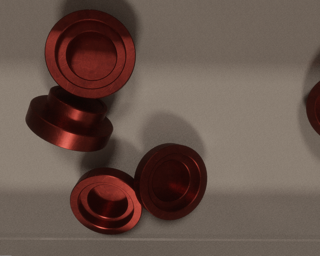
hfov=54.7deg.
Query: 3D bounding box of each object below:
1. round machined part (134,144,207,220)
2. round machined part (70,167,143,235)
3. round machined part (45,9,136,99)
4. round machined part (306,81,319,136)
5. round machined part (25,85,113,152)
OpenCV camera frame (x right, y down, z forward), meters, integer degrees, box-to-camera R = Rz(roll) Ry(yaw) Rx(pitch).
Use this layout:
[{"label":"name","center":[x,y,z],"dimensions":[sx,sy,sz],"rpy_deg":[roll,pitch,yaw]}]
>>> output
[{"label":"round machined part","center":[0.011,0.068,0.413],"dimensions":[0.099,0.042,0.097],"rpy_deg":[-2,94,-26]},{"label":"round machined part","center":[-0.071,0.097,0.433],"dimensions":[0.099,0.042,0.097],"rpy_deg":[2,113,5]},{"label":"round machined part","center":[-0.079,-0.083,0.361],"dimensions":[0.099,0.042,0.097],"rpy_deg":[-1,94,-7]},{"label":"round machined part","center":[0.237,-0.027,0.378],"dimensions":[0.098,0.042,0.097],"rpy_deg":[24,128,35]},{"label":"round machined part","center":[-0.101,-0.016,0.365],"dimensions":[0.099,0.098,0.042],"rpy_deg":[23,109,-9]}]
